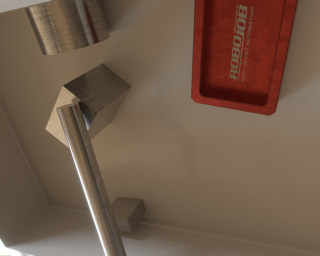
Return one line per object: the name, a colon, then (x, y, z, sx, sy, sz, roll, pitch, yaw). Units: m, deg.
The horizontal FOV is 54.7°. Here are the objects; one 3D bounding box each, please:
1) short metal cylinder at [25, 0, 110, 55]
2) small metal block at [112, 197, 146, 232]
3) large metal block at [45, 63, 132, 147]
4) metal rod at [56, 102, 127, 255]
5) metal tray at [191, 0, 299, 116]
short metal cylinder: (-0.103, -0.120, 0.352, 0.080, 0.080, 0.050, 0, 119, 28)
small metal block: (-0.059, 0.141, 0.509, 0.050, 0.050, 0.025, -3, 117, 29)
large metal block: (-0.092, -0.027, 0.403, 0.050, 0.080, 0.080, 39, 129, 2)
metal rod: (-0.068, 0.115, 0.382, 0.025, 0.025, 0.298, -5, 108, 30)
metal tray: (0.081, -0.082, 0.311, 0.090, 0.030, 0.129, 12, 124, 21)
